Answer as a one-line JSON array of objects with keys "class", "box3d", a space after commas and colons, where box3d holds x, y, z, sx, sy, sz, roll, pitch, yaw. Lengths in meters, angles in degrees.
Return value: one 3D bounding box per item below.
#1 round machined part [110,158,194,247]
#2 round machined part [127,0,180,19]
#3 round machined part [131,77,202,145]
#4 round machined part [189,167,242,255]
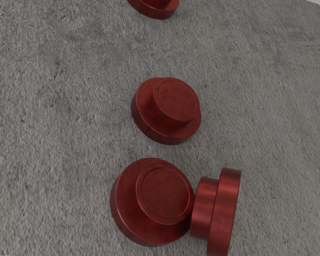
[{"class": "round machined part", "box3d": [-0.002, 0.078, 0.344, 0.099, 0.042, 0.098, 13, 56, -21]}, {"class": "round machined part", "box3d": [-0.009, -0.238, 0.533, 0.099, 0.042, 0.098, 14, 56, -21]}, {"class": "round machined part", "box3d": [0.014, -0.029, 0.418, 0.099, 0.042, 0.098, 14, 56, -21]}, {"class": "round machined part", "box3d": [0.061, 0.091, 0.344, 0.042, 0.098, 0.098, 10, 51, 15]}]
